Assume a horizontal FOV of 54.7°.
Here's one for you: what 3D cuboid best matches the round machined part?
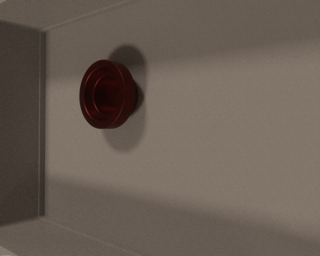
[{"bbox_3d":[-0.071,-0.047,0.452,0.098,0.042,0.097,0,90,39],"label":"round machined part"}]
